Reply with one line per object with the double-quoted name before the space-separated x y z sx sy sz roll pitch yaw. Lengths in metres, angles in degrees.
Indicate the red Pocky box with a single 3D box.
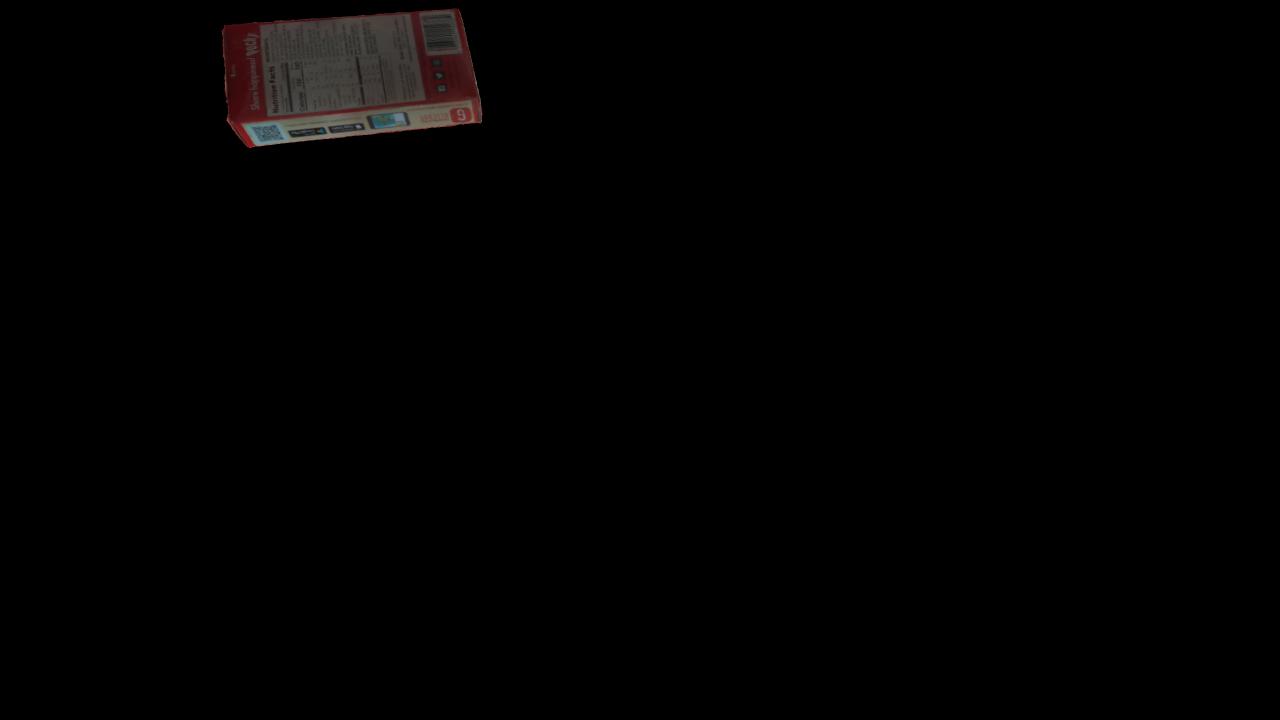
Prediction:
"red Pocky box" -0.192 -0.193 0.418 0.155 0.083 0.028 -11 -17 -12
